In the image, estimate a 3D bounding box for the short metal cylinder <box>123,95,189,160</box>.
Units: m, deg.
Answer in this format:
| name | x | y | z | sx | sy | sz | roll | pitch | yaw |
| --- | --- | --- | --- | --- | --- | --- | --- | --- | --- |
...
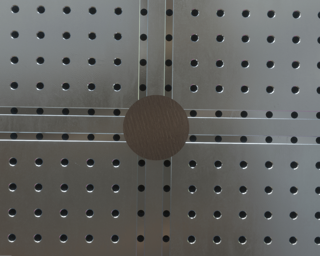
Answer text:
| name | x | y | z | sx | sy | sz | roll | pitch | yaw |
| --- | --- | --- | --- | --- | --- | --- | --- | --- | --- |
| short metal cylinder | -0.005 | -0.001 | 0.401 | 0.081 | 0.050 | 0.079 | 0 | 90 | -1 |
